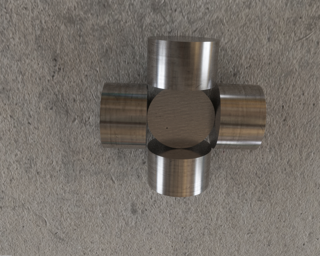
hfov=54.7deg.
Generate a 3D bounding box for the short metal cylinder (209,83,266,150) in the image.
[{"bbox_3d":[0.091,-0.014,0.378,0.050,0.080,0.079,2,110,-1],"label":"short metal cylinder"}]

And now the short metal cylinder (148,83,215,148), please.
[{"bbox_3d":[0.025,-0.021,0.391,0.081,0.050,0.079,0,110,-1],"label":"short metal cylinder"}]

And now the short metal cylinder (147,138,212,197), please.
[{"bbox_3d":[0.024,0.046,0.399,0.081,0.080,0.050,0,110,-1],"label":"short metal cylinder"}]

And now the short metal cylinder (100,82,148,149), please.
[{"bbox_3d":[-0.041,-0.015,0.376,0.050,0.080,0.079,2,110,-1],"label":"short metal cylinder"}]

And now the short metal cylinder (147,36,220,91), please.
[{"bbox_3d":[0.025,-0.076,0.353,0.081,0.080,0.050,2,111,-1],"label":"short metal cylinder"}]
